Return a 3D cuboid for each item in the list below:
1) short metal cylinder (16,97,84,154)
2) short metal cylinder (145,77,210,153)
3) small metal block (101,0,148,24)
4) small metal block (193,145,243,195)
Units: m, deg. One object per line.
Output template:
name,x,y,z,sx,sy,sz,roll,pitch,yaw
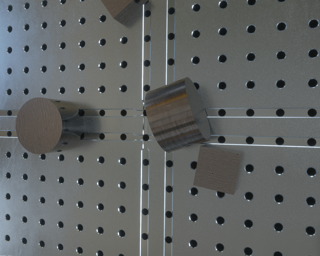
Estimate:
short metal cylinder,-0.162,-0.003,0.456,0.080,0.050,0.079,0,90,20
short metal cylinder,0.023,-0.015,0.375,0.050,0.080,0.080,-19,84,19
small metal block,-0.054,-0.184,0.431,0.050,0.025,0.050,-37,78,16
small metal block,0.073,0.051,0.387,0.050,0.025,0.050,11,94,19
